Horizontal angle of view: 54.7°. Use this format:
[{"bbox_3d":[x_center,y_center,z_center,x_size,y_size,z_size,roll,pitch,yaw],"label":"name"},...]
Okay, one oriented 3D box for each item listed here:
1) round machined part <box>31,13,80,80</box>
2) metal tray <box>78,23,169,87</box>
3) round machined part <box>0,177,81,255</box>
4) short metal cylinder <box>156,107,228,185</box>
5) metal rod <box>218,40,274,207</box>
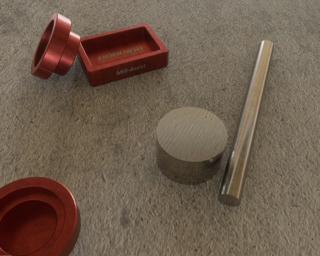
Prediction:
[{"bbox_3d":[-0.154,-0.117,0.465,0.042,0.098,0.098,21,41,-32],"label":"round machined part"},{"bbox_3d":[-0.063,-0.121,0.500,0.131,0.030,0.090,-19,53,-16],"label":"metal tray"},{"bbox_3d":[-0.128,0.101,0.306,0.099,0.042,0.098,0,50,0],"label":"round machined part"},{"bbox_3d":[0.036,0.021,0.370,0.081,0.050,0.080,0,50,0],"label":"short metal cylinder"},{"bbox_3d":[0.127,-0.029,0.428,0.025,0.025,0.301,16,52,12],"label":"metal rod"}]
